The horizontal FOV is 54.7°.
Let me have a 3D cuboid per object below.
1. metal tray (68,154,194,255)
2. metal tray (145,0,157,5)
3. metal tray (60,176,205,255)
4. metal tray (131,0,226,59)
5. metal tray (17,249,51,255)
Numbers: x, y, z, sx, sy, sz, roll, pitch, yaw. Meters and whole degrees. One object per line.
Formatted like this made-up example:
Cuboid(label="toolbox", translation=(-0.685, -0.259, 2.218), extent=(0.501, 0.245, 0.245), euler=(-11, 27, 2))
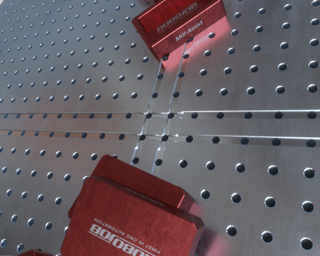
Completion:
Cuboid(label="metal tray", translation=(-0.038, 0.094, 0.366), extent=(0.130, 0.030, 0.090), euler=(19, 71, 35))
Cuboid(label="metal tray", translation=(0.002, -0.274, 0.569), extent=(0.090, 0.030, 0.130), euler=(-39, 51, 1))
Cuboid(label="metal tray", translation=(-0.031, 0.113, 0.318), extent=(0.130, 0.030, 0.090), euler=(18, 89, 23))
Cuboid(label="metal tray", translation=(0.027, -0.179, 0.498), extent=(0.130, 0.030, 0.090), euler=(-33, 52, 6))
Cuboid(label="metal tray", translation=(-0.170, 0.221, 0.356), extent=(0.090, 0.030, 0.130), euler=(-26, 53, 12))
